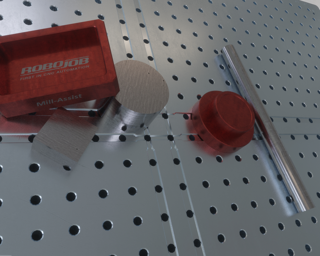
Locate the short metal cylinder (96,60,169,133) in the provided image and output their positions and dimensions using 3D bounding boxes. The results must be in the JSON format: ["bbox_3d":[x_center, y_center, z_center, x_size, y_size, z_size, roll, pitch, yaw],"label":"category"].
[{"bbox_3d":[-0.035,-0.040,0.398,0.081,0.050,0.080,14,56,-21],"label":"short metal cylinder"}]

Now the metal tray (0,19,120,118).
[{"bbox_3d":[-0.119,-0.069,0.349,0.131,0.030,0.090,-13,66,-7],"label":"metal tray"}]

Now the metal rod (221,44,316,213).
[{"bbox_3d":[0.168,-0.012,0.505,0.025,0.025,0.299,-6,65,-31],"label":"metal rod"}]

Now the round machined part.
[{"bbox_3d":[0.101,-0.016,0.462,0.099,0.042,0.098,14,56,-21],"label":"round machined part"}]

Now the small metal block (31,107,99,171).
[{"bbox_3d":[-0.105,0.011,0.345,0.050,0.025,0.050,31,52,-9],"label":"small metal block"}]
